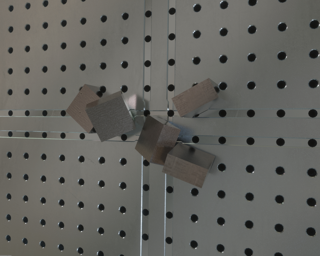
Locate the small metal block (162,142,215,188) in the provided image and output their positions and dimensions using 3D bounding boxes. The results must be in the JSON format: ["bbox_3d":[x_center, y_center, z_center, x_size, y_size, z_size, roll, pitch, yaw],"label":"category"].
[{"bbox_3d":[0.036,0.044,0.382,0.050,0.050,0.025,21,109,13],"label":"small metal block"}]

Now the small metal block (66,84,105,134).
[{"bbox_3d":[-0.099,-0.027,0.448,0.050,0.025,0.050,42,103,15],"label":"small metal block"}]

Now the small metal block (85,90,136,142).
[{"bbox_3d":[-0.066,-0.016,0.418,0.050,0.025,0.050,-22,114,1],"label":"small metal block"}]

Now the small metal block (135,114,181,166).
[{"bbox_3d":[-0.004,0.015,0.400,0.050,0.025,0.050,34,105,60],"label":"small metal block"}]

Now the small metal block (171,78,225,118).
[{"bbox_3d":[0.049,-0.035,0.382,0.050,0.050,0.025,-28,81,18],"label":"small metal block"}]
